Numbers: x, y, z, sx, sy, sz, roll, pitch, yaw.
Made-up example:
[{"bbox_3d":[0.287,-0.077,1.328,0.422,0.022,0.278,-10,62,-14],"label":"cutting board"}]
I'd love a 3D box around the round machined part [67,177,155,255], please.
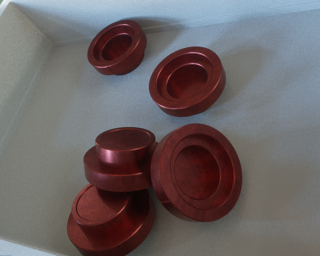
[{"bbox_3d":[-0.058,0.092,0.346,0.098,0.042,0.098,-13,35,9],"label":"round machined part"}]

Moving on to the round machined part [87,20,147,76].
[{"bbox_3d":[-0.065,-0.125,0.503,0.098,0.042,0.098,-13,56,20],"label":"round machined part"}]

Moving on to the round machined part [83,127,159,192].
[{"bbox_3d":[-0.039,0.030,0.361,0.099,0.042,0.098,0,22,0],"label":"round machined part"}]

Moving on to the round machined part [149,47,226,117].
[{"bbox_3d":[0.038,-0.056,0.408,0.098,0.042,0.098,-13,56,20],"label":"round machined part"}]

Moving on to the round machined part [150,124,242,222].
[{"bbox_3d":[0.034,0.048,0.324,0.042,0.099,0.098,-30,40,58],"label":"round machined part"}]
